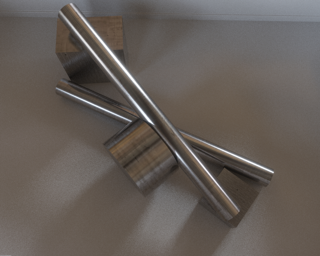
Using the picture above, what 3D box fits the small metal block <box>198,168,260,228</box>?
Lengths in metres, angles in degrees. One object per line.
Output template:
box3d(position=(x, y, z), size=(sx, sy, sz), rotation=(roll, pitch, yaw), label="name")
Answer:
box3d(position=(0.083, 0.085, 0.378), size=(0.050, 0.025, 0.050), rotation=(36, 74, 12), label="small metal block")

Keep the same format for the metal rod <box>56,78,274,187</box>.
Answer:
box3d(position=(0.000, 0.003, 0.407), size=(0.301, 0.025, 0.025), rotation=(24, 72, 8), label="metal rod")

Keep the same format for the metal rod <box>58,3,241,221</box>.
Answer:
box3d(position=(-0.014, -0.020, 0.354), size=(0.025, 0.025, 0.300), rotation=(-39, 87, -13), label="metal rod")

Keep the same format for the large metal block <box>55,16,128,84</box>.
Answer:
box3d(position=(-0.086, -0.102, 0.416), size=(0.081, 0.080, 0.050), rotation=(-3, 70, -2), label="large metal block")

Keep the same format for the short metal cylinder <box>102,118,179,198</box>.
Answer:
box3d(position=(-0.023, 0.034, 0.365), size=(0.050, 0.080, 0.080), rotation=(-38, 75, -13), label="short metal cylinder")
